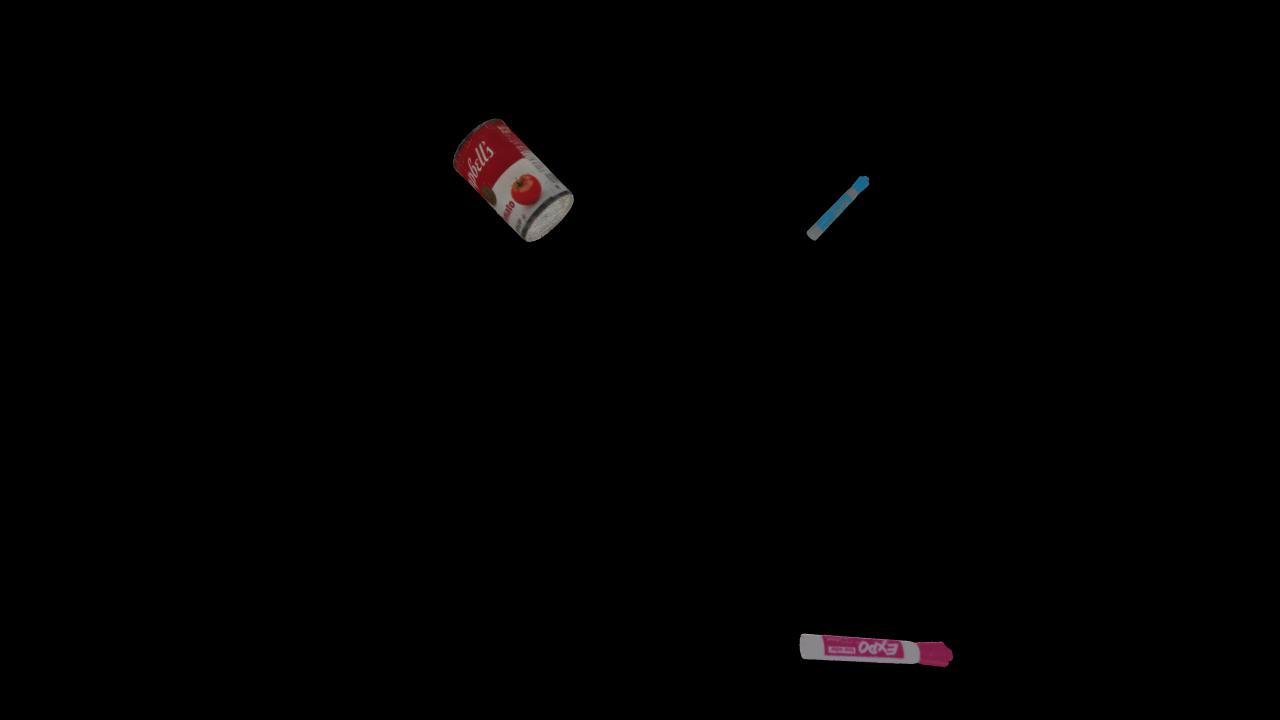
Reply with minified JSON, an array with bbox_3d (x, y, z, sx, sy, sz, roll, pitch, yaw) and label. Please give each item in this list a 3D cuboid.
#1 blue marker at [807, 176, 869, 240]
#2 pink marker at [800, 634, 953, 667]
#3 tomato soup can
[{"bbox_3d":[0.294,-0.226,0.907,0.020,0.121,0.020,44,-1,1],"label":"blue marker"},{"bbox_3d":[0.191,0.235,0.497,0.121,0.020,0.020,4,0,-1],"label":"pink marker"},{"bbox_3d":[-0.122,-0.173,0.599,0.068,0.101,0.068,-44,-1,-1],"label":"tomato soup can"}]
